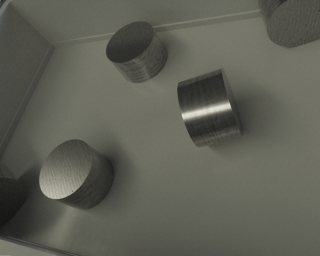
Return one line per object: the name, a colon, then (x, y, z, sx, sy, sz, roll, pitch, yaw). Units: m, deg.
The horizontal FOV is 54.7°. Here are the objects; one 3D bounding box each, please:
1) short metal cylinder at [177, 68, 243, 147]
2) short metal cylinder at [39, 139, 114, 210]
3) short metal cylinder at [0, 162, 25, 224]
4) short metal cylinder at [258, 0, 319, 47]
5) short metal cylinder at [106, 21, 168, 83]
short metal cylinder: (0.058, -0.022, 0.353, 0.050, 0.080, 0.080, -17, 55, 18)
short metal cylinder: (-0.108, 0.062, 0.407, 0.080, 0.050, 0.080, -13, 56, 20)
short metal cylinder: (-0.242, 0.093, 0.438, 0.050, 0.080, 0.080, 31, 79, 37)
short metal cylinder: (0.165, -0.145, 0.373, 0.080, 0.080, 0.050, -15, 56, 19)
short metal cylinder: (-0.035, -0.117, 0.478, 0.080, 0.050, 0.080, -13, 56, 20)
